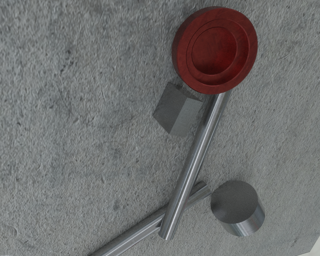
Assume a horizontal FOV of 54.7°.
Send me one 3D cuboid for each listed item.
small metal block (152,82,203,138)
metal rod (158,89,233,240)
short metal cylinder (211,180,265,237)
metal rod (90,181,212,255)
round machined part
[{"bbox_3d":[0.021,-0.023,0.389,0.025,0.050,0.050,13,112,-34],"label":"small metal block"},{"bbox_3d":[0.056,0.030,0.440,0.025,0.025,0.298,9,109,-33],"label":"metal rod"},{"bbox_3d":[0.134,0.138,0.532,0.080,0.080,0.050,-37,130,-4],"label":"short metal cylinder"},{"bbox_3d":[-0.049,0.176,0.490,0.301,0.025,0.025,-32,129,-8],"label":"metal rod"},{"bbox_3d":[0.060,-0.092,0.366,0.099,0.042,0.097,-7,118,-13],"label":"round machined part"}]
